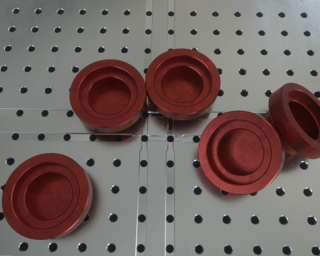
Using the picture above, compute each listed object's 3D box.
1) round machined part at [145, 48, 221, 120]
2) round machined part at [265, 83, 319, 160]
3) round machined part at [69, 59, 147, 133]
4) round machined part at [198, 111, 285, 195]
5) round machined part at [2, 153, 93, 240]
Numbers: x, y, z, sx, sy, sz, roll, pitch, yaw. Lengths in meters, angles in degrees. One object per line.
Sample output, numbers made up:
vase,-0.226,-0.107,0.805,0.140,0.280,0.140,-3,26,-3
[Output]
round machined part,0.030,-0.056,0.423,0.099,0.042,0.098,0,70,0
round machined part,0.172,-0.005,0.390,0.099,0.042,0.098,18,53,-25
round machined part,-0.067,-0.039,0.417,0.099,0.042,0.098,0,70,0
round machined part,0.100,0.029,0.377,0.098,0.042,0.097,-1,88,30
round machined part,-0.130,0.082,0.372,0.099,0.042,0.098,0,70,0
